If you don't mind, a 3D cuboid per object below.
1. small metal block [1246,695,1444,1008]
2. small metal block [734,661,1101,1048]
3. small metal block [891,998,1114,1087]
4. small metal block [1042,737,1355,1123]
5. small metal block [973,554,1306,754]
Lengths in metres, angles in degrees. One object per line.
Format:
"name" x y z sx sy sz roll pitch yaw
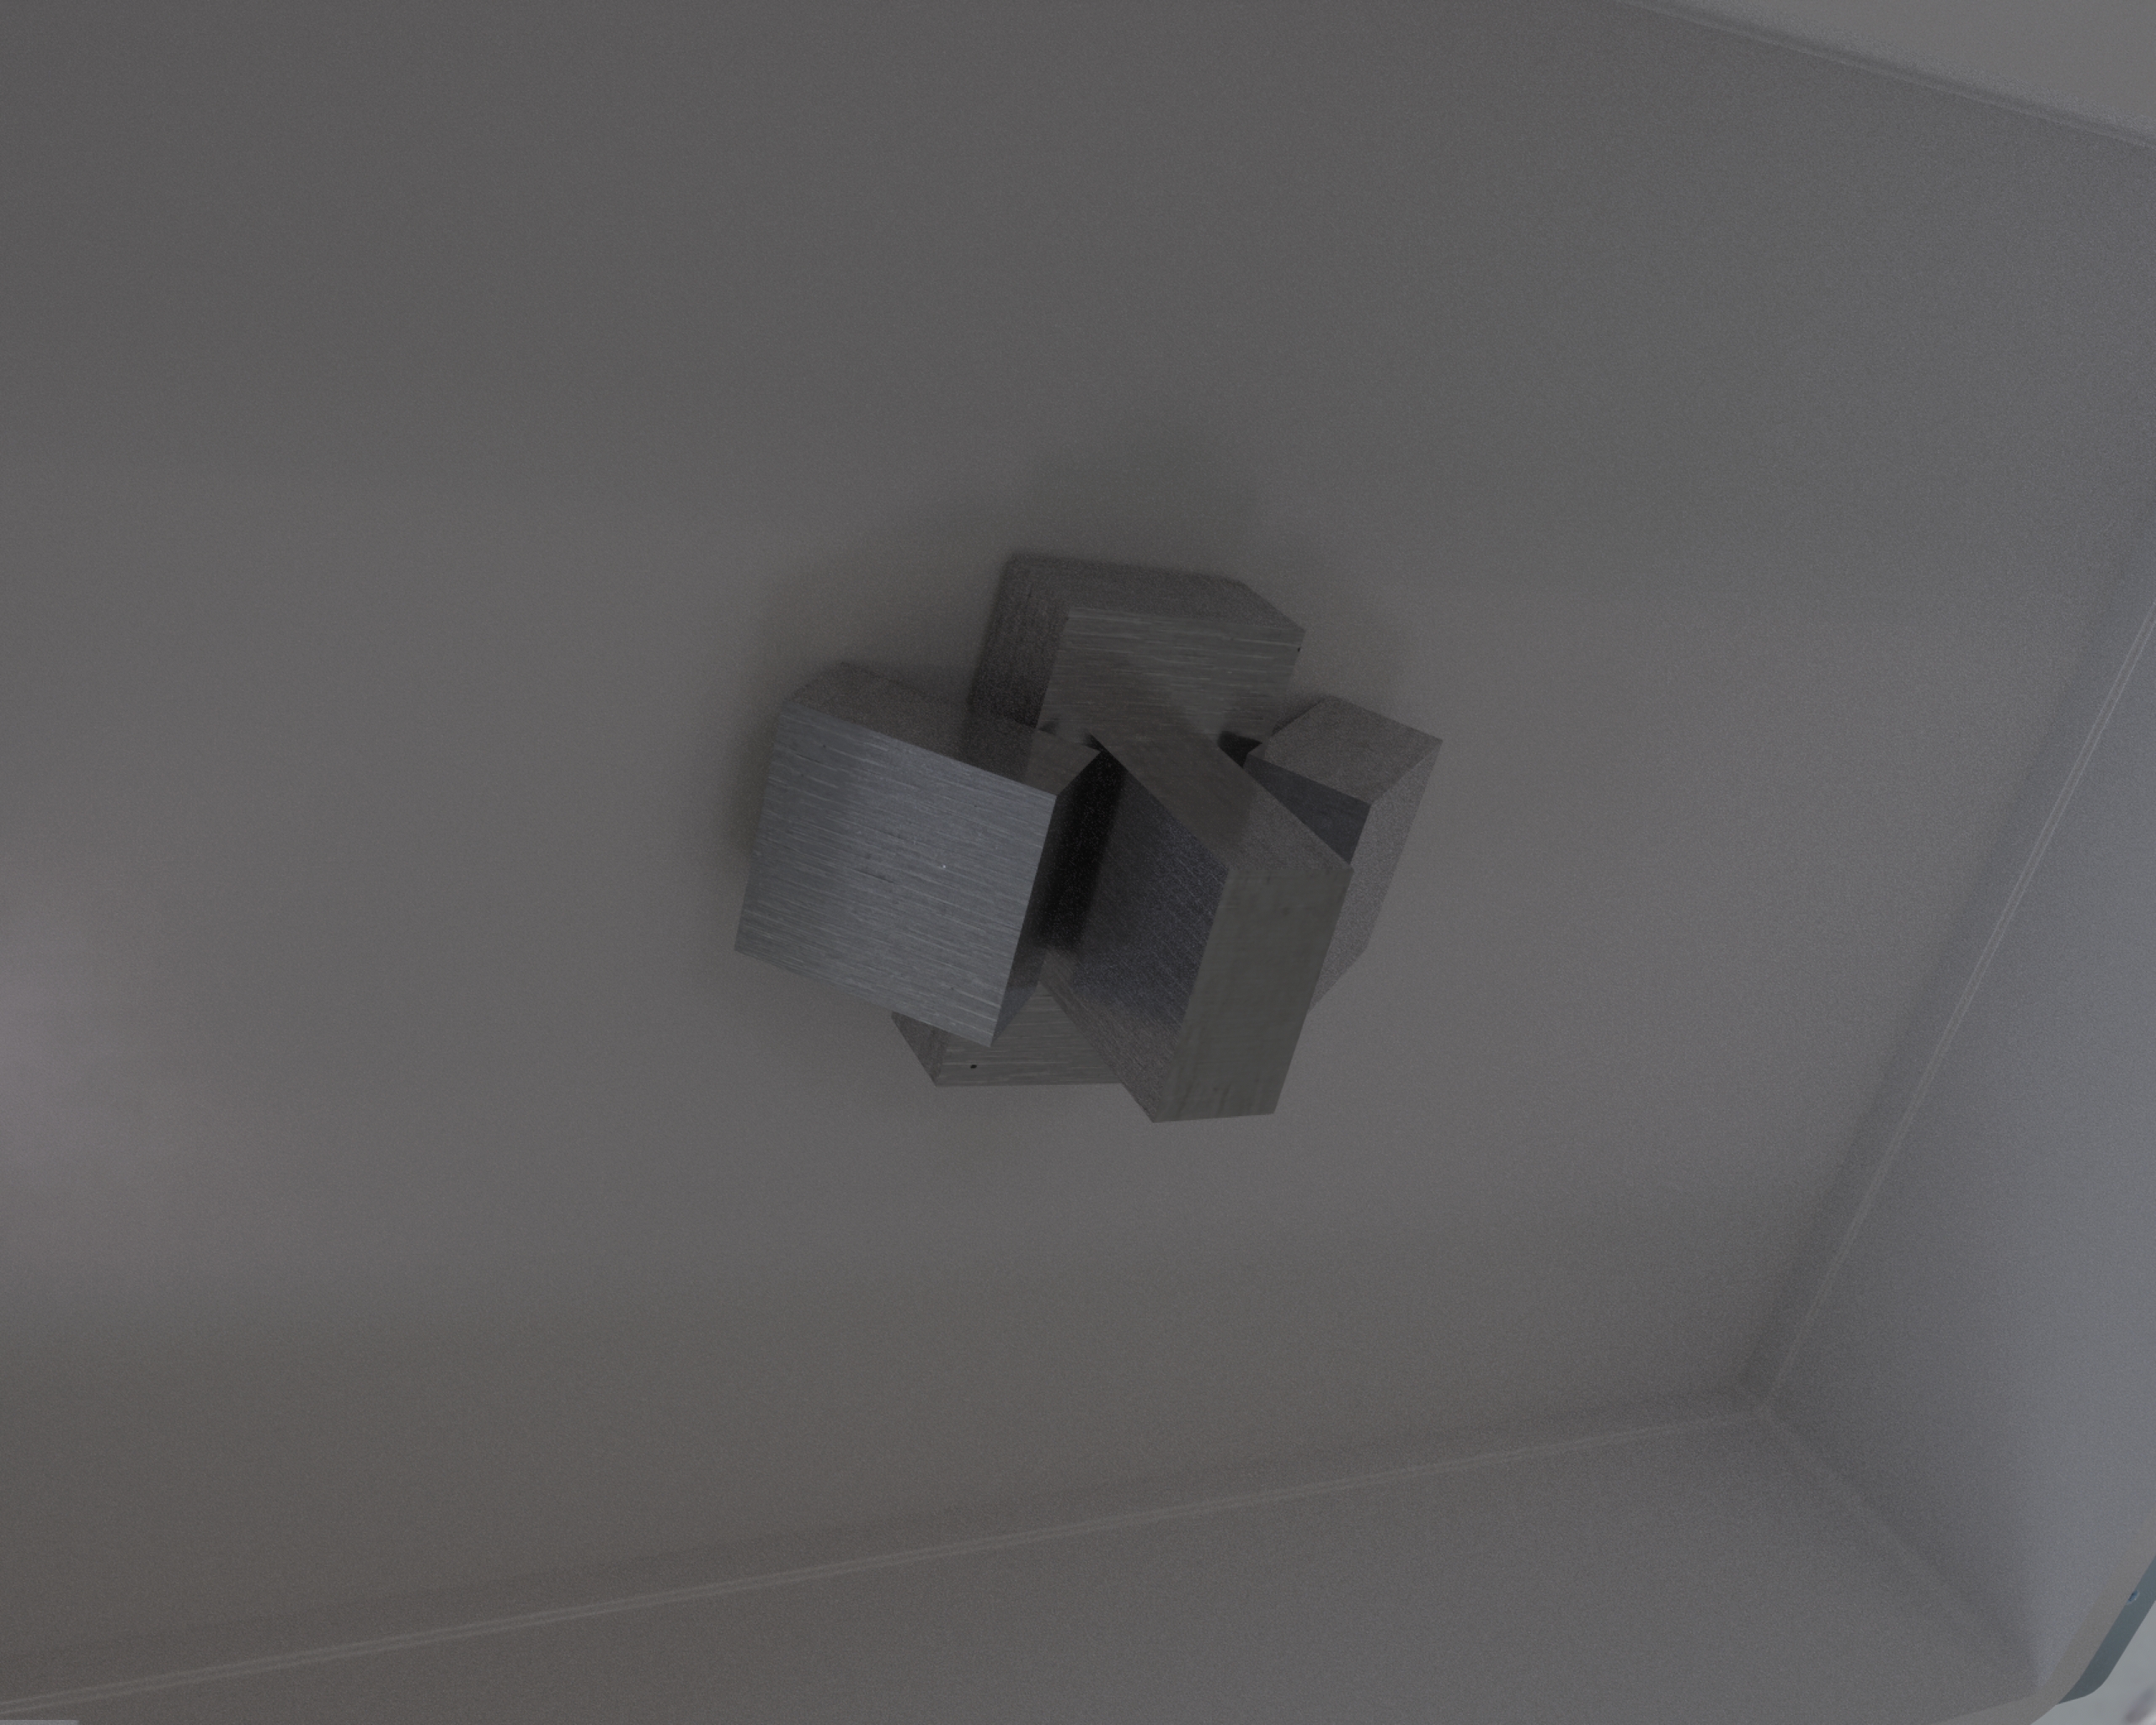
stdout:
"small metal block" 0.046 -0.001 0.415 0.050 0.025 0.050 -35 145 -60
"small metal block" -0.029 -0.002 0.372 0.050 0.025 0.050 20 115 10
"small metal block" -0.004 0.016 0.414 0.050 0.025 0.050 3 117 -29
"small metal block" 0.019 0.011 0.374 0.025 0.050 0.050 0 118 -29
"small metal block" 0.009 -0.028 0.393 0.050 0.025 0.050 2 118 -30
